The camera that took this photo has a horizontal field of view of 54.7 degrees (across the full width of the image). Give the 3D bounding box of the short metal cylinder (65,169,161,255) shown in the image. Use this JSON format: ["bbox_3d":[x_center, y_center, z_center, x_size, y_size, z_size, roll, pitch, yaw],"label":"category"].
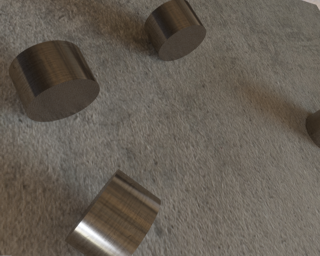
[{"bbox_3d":[-0.044,0.086,0.294,0.050,0.080,0.080,38,51,-4],"label":"short metal cylinder"}]

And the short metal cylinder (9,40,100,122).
[{"bbox_3d":[-0.114,-0.049,0.338,0.081,0.080,0.050,-19,72,-35],"label":"short metal cylinder"}]

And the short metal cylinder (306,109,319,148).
[{"bbox_3d":[0.315,-0.001,0.562,0.081,0.050,0.080,14,56,-21],"label":"short metal cylinder"}]

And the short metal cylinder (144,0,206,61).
[{"bbox_3d":[0.023,-0.147,0.473,0.081,0.080,0.050,-16,71,-35],"label":"short metal cylinder"}]
